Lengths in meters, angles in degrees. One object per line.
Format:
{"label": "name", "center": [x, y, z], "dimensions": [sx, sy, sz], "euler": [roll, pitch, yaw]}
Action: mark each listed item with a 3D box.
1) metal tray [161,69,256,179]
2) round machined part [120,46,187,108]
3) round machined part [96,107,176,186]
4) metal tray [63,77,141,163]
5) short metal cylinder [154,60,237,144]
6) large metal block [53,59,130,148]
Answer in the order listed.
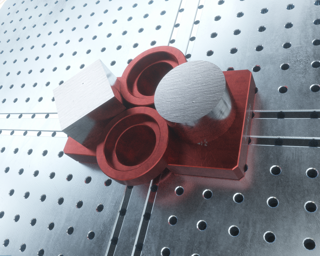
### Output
{"label": "metal tray", "center": [0.061, -0.008, 0.375], "dimensions": [0.090, 0.030, 0.130], "euler": [1, 62, 28]}
{"label": "round machined part", "center": [-0.002, -0.061, 0.424], "dimensions": [0.098, 0.042, 0.098], "euler": [-13, 56, 21]}
{"label": "round machined part", "center": [-0.026, 0.025, 0.384], "dimensions": [0.098, 0.042, 0.098], "euler": [-13, 56, 21]}
{"label": "metal tray", "center": [-0.077, -0.014, 0.454], "dimensions": [0.090, 0.030, 0.130], "euler": [1, 62, 27]}
{"label": "short metal cylinder", "center": [0.041, -0.029, 0.349], "dimensions": [0.080, 0.050, 0.080], "euler": [-13, 56, 21]}
{"label": "large metal block", "center": [-0.092, -0.034, 0.423], "dimensions": [0.080, 0.050, 0.080], "euler": [-32, 52, 7]}
